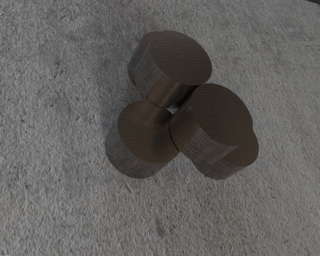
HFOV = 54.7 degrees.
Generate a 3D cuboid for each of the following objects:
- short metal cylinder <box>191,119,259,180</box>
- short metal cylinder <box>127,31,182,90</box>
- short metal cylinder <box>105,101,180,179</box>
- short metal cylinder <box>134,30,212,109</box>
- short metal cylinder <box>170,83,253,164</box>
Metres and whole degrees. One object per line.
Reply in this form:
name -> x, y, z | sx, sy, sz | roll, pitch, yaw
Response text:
short metal cylinder -> 0.085, 0.024, 0.419 | 0.081, 0.050, 0.080 | 14, 56, -21
short metal cylinder -> -0.001, -0.091, 0.444 | 0.081, 0.050, 0.080 | 14, 56, -21
short metal cylinder -> -0.020, 0.015, 0.369 | 0.081, 0.050, 0.080 | 14, 56, -21
short metal cylinder -> 0.015, -0.070, 0.375 | 0.081, 0.050, 0.080 | 13, 56, -20
short metal cylinder -> 0.058, -0.005, 0.358 | 0.081, 0.050, 0.080 | 14, 56, -21
